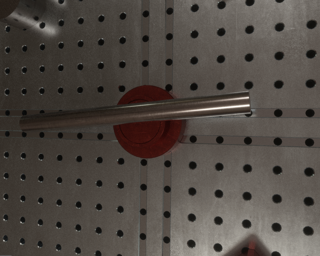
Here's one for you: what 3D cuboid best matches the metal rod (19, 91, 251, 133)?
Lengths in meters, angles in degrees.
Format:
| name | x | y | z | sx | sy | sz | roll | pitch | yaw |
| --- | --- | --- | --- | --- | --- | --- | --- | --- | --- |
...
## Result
| name | x | y | z | sx | sy | sz | roll | pitch | yaw |
| --- | --- | --- | --- | --- | --- | --- | --- | --- | --- |
| metal rod | -0.045 | -0.017 | 0.382 | 0.301 | 0.025 | 0.025 | -4 | 89 | 19 |

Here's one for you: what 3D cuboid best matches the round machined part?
| name | x | y | z | sx | sy | sz | roll | pitch | yaw |
| --- | --- | --- | --- | --- | --- | --- | --- | --- | --- |
| round machined part | -0.019 | -0.008 | 0.409 | 0.098 | 0.042 | 0.097 | 0 | 90 | 19 |

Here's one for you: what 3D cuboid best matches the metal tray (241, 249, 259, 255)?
| name | x | y | z | sx | sy | sz | roll | pitch | yaw |
| --- | --- | --- | --- | --- | --- | --- | --- | --- | --- |
| metal tray | 0.091 | 0.224 | 0.377 | 0.130 | 0.030 | 0.090 | -43 | 77 | 14 |

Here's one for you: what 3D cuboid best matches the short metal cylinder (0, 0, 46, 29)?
| name | x | y | z | sx | sy | sz | roll | pitch | yaw |
| --- | --- | --- | --- | --- | --- | --- | --- | --- | --- |
| short metal cylinder | -0.225 | -0.199 | 0.477 | 0.080 | 0.050 | 0.079 | 0 | 90 | 19 |
